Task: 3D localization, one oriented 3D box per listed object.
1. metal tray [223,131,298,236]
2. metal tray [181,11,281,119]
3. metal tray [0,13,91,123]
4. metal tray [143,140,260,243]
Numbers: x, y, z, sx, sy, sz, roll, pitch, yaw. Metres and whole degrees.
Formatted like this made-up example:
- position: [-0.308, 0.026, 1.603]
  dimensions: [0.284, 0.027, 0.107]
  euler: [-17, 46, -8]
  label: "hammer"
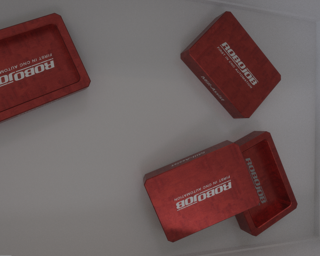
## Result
- position: [0.141, 0.080, 0.459]
  dimensions: [0.091, 0.030, 0.129]
  euler: [-27, 99, -18]
  label: "metal tray"
- position: [0.104, -0.088, 0.446]
  dimensions: [0.130, 0.030, 0.090]
  euler: [46, 76, -14]
  label: "metal tray"
- position: [-0.157, -0.064, 0.349]
  dimensions: [0.131, 0.030, 0.090]
  euler: [-26, 99, -18]
  label: "metal tray"
- position: [0.054, 0.081, 0.409]
  dimensions: [0.131, 0.030, 0.090]
  euler: [-23, 97, -3]
  label: "metal tray"
